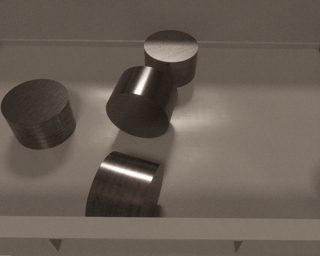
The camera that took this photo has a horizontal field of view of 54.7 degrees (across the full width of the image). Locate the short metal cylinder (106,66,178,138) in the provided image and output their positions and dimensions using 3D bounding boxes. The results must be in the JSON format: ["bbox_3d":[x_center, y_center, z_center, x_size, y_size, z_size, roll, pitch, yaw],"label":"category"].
[{"bbox_3d":[-0.022,-0.032,0.396,0.080,0.080,0.050,11,51,9],"label":"short metal cylinder"}]

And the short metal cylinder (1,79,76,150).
[{"bbox_3d":[-0.155,-0.019,0.402,0.081,0.050,0.080,0,50,0],"label":"short metal cylinder"}]

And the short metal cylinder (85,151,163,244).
[{"bbox_3d":[-0.033,0.068,0.312,0.050,0.080,0.080,15,52,11],"label":"short metal cylinder"}]

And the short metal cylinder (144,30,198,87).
[{"bbox_3d":[0.017,-0.107,0.479,0.081,0.050,0.080,0,50,0],"label":"short metal cylinder"}]
